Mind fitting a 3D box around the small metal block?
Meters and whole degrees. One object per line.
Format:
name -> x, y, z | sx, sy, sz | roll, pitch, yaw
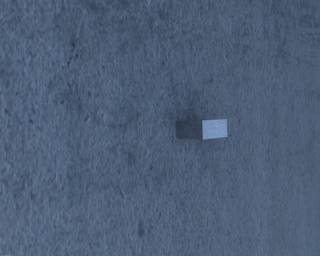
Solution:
small metal block -> 0.058, 0.001, 0.436 | 0.050, 0.050, 0.025 | -4, 93, -40
